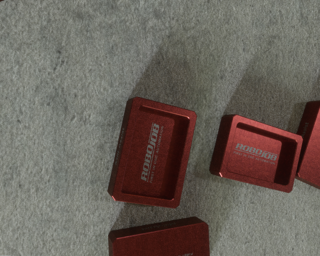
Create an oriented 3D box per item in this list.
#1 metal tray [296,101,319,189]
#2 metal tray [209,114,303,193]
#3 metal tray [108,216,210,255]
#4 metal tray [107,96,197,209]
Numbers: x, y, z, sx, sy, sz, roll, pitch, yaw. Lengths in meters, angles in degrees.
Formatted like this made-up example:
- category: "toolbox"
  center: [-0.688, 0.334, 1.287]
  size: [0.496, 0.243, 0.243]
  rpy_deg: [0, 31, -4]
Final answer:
- category: "metal tray"
  center: [0.266, 0.030, 0.507]
  size: [0.090, 0.030, 0.130]
  rpy_deg: [24, 82, -19]
- category: "metal tray"
  center: [0.145, 0.039, 0.461]
  size: [0.131, 0.030, 0.090]
  rpy_deg: [16, 85, -20]
- category: "metal tray"
  center: [0.001, 0.174, 0.408]
  size: [0.131, 0.030, 0.089]
  rpy_deg: [-3, 91, -20]
- category: "metal tray"
  center: [-0.009, 0.033, 0.403]
  size: [0.091, 0.030, 0.129]
  rpy_deg: [13, 86, -20]
